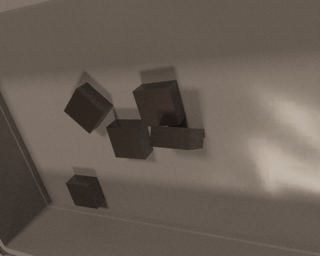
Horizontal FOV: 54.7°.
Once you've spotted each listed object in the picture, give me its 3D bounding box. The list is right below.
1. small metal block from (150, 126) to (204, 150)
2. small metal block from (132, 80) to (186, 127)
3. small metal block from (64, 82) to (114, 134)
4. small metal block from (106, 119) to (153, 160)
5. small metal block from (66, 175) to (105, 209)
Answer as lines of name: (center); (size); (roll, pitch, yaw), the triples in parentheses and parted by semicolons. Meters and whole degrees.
small metal block: (0.022, 0.012, 0.383); (0.050, 0.050, 0.025); (4, 91, 26)
small metal block: (0.000, -0.030, 0.389); (0.050, 0.025, 0.050); (-3, 117, 29)
small metal block: (-0.103, -0.028, 0.443); (0.050, 0.025, 0.050); (42, 129, -1)
small metal block: (-0.042, 0.016, 0.439); (0.050, 0.025, 0.050); (1, 119, 27)
small metal block: (-0.130, 0.112, 0.544); (0.050, 0.025, 0.050); (1, 119, 27)
